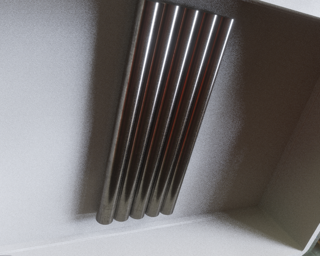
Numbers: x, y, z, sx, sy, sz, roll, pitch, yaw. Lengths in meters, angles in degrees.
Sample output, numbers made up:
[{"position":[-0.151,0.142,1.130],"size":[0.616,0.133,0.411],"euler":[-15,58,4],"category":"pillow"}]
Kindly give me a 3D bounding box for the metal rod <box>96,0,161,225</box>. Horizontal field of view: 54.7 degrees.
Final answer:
[{"position":[-0.045,-0.001,0.381],"size":[0.025,0.025,0.298],"euler":[0,118,-29],"category":"metal rod"}]

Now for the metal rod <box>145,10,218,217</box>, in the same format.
[{"position":[0.021,-0.001,0.417],"size":[0.025,0.025,0.298],"euler":[0,118,-29],"category":"metal rod"}]

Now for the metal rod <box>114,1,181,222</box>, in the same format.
[{"position":[-0.024,-0.002,0.392],"size":[0.025,0.025,0.298],"euler":[0,118,-29],"category":"metal rod"}]

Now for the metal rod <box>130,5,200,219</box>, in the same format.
[{"position":[-0.002,-0.002,0.405],"size":[0.025,0.025,0.298],"euler":[0,118,-29],"category":"metal rod"}]

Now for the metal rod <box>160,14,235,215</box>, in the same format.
[{"position":[0.043,-0.001,0.430],"size":[0.025,0.025,0.298],"euler":[0,118,-29],"category":"metal rod"}]
